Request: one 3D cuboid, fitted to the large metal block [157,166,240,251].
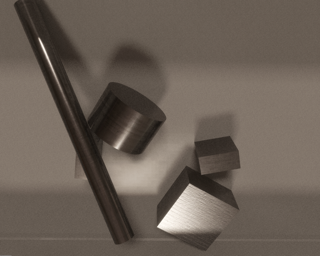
[{"bbox_3d":[0.051,0.114,0.441,0.080,0.050,0.080,30,107,-11],"label":"large metal block"}]

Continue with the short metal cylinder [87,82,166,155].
[{"bbox_3d":[-0.040,-0.013,0.377,0.080,0.080,0.050,31,107,-11],"label":"short metal cylinder"}]

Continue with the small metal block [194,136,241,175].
[{"bbox_3d":[0.075,0.035,0.412,0.050,0.050,0.025,-10,110,3],"label":"small metal block"}]

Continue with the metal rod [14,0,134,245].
[{"bbox_3d":[-0.099,-0.006,0.363,0.025,0.025,0.299,-22,92,7],"label":"metal rod"}]

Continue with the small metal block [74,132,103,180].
[{"bbox_3d":[-0.093,0.034,0.409,0.025,0.050,0.050,8,110,-3],"label":"small metal block"}]
